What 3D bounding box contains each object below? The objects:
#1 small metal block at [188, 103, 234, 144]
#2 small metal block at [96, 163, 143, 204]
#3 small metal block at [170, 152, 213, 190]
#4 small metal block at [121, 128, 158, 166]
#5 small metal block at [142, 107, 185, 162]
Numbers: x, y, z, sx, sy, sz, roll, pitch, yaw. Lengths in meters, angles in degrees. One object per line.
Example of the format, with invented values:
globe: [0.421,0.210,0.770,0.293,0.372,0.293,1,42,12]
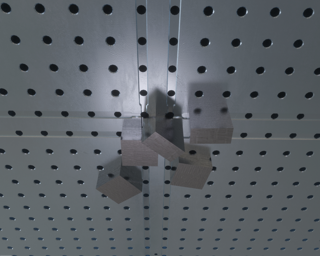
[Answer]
small metal block: [0.061,-0.006,0.390,0.050,0.050,0.025,0,130,0]
small metal block: [-0.063,0.088,0.486,0.050,0.025,0.050,-32,124,24]
small metal block: [0.046,0.064,0.466,0.050,0.025,0.050,10,130,-9]
small metal block: [-0.028,0.027,0.434,0.050,0.025,0.050,1,130,-1]
small metal block: [0.004,0.008,0.402,0.050,0.050,0.025,36,122,-26]
